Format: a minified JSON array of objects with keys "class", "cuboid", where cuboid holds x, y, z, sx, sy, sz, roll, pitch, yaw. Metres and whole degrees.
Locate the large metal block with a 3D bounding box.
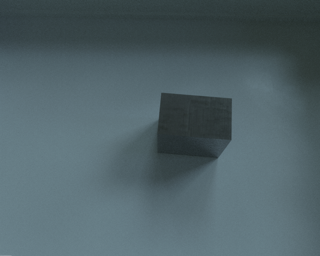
[{"class":"large metal block","cuboid":[0.039,0.000,0.381,0.080,0.080,0.050,5,70,1]}]
